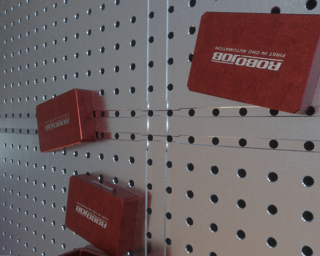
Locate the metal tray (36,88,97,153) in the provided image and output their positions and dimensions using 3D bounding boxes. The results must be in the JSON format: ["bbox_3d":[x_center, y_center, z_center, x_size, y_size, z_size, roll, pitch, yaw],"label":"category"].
[{"bbox_3d":[-0.169,-0.010,0.548,0.130,0.030,0.090,-14,81,39],"label":"metal tray"}]

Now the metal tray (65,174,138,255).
[{"bbox_3d":[-0.096,0.133,0.487,0.130,0.030,0.089,13,98,39],"label":"metal tray"}]

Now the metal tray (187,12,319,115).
[{"bbox_3d":[0.097,-0.072,0.327,0.130,0.030,0.089,19,102,38],"label":"metal tray"}]

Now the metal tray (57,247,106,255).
[{"bbox_3d":[-0.114,0.218,0.462,0.130,0.091,0.030,-3,88,40],"label":"metal tray"}]
